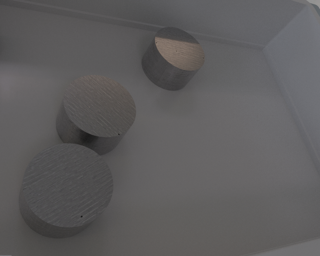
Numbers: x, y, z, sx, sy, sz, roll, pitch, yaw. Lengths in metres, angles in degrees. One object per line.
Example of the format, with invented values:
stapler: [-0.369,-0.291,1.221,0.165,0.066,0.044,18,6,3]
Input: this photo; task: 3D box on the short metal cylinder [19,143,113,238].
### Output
short metal cylinder: [-0.092,0.062,0.302,0.081,0.050,0.080,14,56,-21]

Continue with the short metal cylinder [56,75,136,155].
short metal cylinder: [-0.074,-0.014,0.358,0.081,0.050,0.080,14,56,-21]

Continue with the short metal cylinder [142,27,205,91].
short metal cylinder: [0.019,-0.103,0.462,0.081,0.050,0.080,14,56,-21]
